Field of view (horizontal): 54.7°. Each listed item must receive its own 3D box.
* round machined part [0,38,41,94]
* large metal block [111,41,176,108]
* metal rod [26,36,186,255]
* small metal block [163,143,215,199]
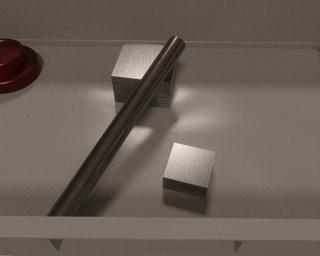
[{"bbox_3d":[-0.239,-0.101,0.476,0.099,0.042,0.098,0,50,0],"label":"round machined part"},{"bbox_3d":[-0.019,-0.079,0.455,0.080,0.050,0.080,7,50,5],"label":"large metal block"},{"bbox_3d":[-0.048,0.003,0.362,0.025,0.025,0.300,23,66,18],"label":"metal rod"},{"bbox_3d":[0.034,0.049,0.364,0.050,0.025,0.050,13,51,10],"label":"small metal block"}]
